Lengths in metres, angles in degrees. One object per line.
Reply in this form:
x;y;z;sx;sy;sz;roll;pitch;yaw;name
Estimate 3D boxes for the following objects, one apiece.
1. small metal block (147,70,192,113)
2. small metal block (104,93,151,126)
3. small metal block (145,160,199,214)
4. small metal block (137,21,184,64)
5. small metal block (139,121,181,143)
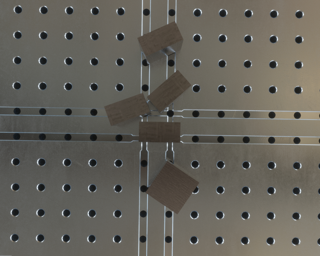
0.011;-0.045;0.401;0.050;0.050;0.025;-41;90;0;small metal block
-0.040;-0.023;0.401;0.050;0.050;0.025;-20;90;0;small metal block
0.016;0.077;0.414;0.050;0.025;0.050;34;90;0;small metal block
0.001;-0.108;0.401;0.050;0.050;0.025;-24;90;0;small metal block
0.000;0.005;0.401;0.050;0.050;0.025;1;90;0;small metal block
